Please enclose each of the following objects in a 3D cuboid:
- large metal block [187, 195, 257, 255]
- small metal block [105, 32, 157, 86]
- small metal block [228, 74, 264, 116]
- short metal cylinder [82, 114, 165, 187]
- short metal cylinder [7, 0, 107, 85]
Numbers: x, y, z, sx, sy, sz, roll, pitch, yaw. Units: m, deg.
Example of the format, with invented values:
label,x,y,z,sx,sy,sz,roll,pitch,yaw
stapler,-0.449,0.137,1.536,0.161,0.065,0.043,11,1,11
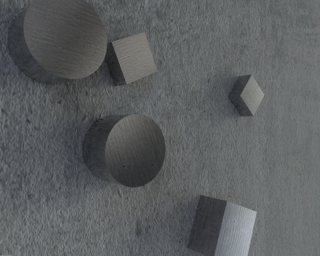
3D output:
label,x,y,z,sx,sy,sz,roll,pitch,yaw
large metal block,0.096,0.155,0.472,0.080,0.050,0.080,27,73,-37
small metal block,-0.037,-0.083,0.375,0.050,0.025,0.050,-30,109,-36
small metal block,0.149,-0.055,0.533,0.050,0.025,0.050,48,61,-30
short metal cylinder,-0.041,0.025,0.356,0.081,0.050,0.079,0,90,-40
short metal cylinder,-0.100,-0.085,0.305,0.081,0.050,0.079,0,90,-40
